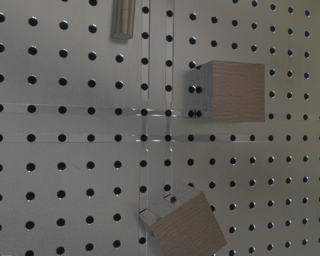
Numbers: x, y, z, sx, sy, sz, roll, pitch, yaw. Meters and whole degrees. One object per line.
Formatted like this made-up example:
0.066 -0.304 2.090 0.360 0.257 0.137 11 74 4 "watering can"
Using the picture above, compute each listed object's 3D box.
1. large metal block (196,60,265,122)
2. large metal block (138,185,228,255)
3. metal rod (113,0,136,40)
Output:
0.098 -0.048 0.435 0.081 0.050 0.079 0 90 -20 "large metal block"
0.029 0.134 0.410 0.081 0.050 0.080 -28 100 -18 "large metal block"
-0.036 -0.265 0.398 0.025 0.025 0.298 5 88 -20 "metal rod"
